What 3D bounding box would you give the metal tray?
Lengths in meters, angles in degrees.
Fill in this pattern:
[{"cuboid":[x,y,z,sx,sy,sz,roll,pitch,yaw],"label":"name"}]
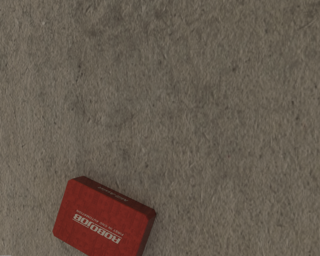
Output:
[{"cuboid":[-0.080,0.134,0.435,0.130,0.030,0.090,21,97,18],"label":"metal tray"}]
